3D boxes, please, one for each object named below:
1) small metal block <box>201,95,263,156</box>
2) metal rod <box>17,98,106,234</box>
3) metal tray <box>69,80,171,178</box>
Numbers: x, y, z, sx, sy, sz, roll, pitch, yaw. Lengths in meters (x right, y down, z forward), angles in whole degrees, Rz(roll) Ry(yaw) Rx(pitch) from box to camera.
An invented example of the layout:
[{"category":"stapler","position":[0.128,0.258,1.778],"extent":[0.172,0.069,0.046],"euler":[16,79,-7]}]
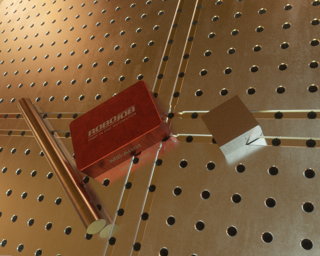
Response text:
[{"category":"small metal block","position":[0.084,-0.003,0.365],"extent":[0.050,0.025,0.050],"euler":[-31,52,7]},{"category":"metal rod","position":[-0.161,0.038,0.467],"extent":[0.025,0.025,0.300],"euler":[-44,51,-2]},{"category":"metal tray","position":[-0.060,0.001,0.435],"extent":[0.130,0.030,0.090],"euler":[-30,52,8]}]
